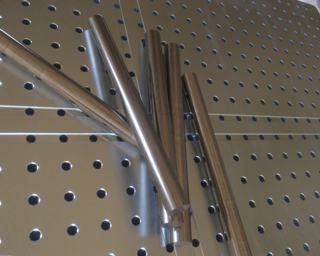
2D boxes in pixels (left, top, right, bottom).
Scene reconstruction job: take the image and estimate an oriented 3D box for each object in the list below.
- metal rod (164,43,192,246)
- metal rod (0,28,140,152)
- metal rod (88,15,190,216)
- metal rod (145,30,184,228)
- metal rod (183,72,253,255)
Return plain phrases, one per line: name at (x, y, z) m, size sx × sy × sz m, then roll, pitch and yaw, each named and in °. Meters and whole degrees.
metal rod at (0.021, 0.000, 0.420) m, size 0.025 × 0.025 × 0.299 m, roll 13°, pitch 56°, yaw -22°
metal rod at (-0.139, -0.067, 0.374) m, size 0.301 × 0.025 × 0.025 m, roll 36°, pitch 51°, yaw -5°
metal rod at (-0.037, -0.036, 0.384) m, size 0.025 × 0.025 × 0.299 m, roll -6°, pitch 57°, yaw -31°
metal rod at (0.001, -0.022, 0.411) m, size 0.025 × 0.025 × 0.299 m, roll 10°, pitch 54°, yaw -23°
metal rod at (0.074, 0.052, 0.417) m, size 0.025 × 0.025 × 0.299 m, roll 2°, pitch 61°, yaw -28°
